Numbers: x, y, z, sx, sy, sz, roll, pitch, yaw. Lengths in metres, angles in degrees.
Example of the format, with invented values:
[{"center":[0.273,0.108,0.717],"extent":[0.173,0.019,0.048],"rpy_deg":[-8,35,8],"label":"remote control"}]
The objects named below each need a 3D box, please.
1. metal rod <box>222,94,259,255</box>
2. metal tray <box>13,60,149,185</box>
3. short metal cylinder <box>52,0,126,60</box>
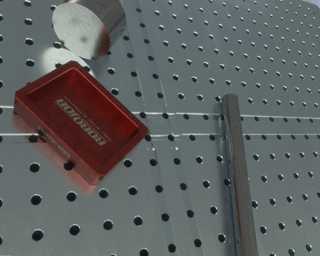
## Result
[{"center":[0.108,0.079,0.417],"extent":[0.025,0.025,0.300],"rpy_deg":[15,56,-20],"label":"metal rod"},{"center":[-0.089,-0.010,0.362],"extent":[0.130,0.030,0.090],"rpy_deg":[43,51,2],"label":"metal tray"},{"center":[-0.092,-0.138,0.408],"extent":[0.080,0.080,0.050],"rpy_deg":[32,52,-8],"label":"short metal cylinder"}]
